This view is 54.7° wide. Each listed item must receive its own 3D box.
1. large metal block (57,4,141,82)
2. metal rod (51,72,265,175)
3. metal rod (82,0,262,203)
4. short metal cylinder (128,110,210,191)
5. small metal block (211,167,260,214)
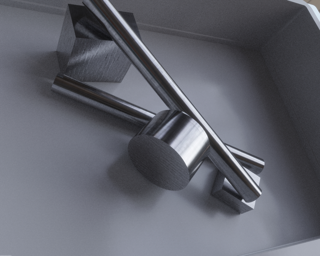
[{"bbox_3d":[-0.079,-0.102,0.390,0.081,0.080,0.050,-4,64,-30],"label":"large metal block"},{"bbox_3d":[0.009,0.000,0.410,0.302,0.025,0.025,23,53,-15],"label":"metal rod"},{"bbox_3d":[0.020,-0.030,0.360,0.300,0.025,0.025,50,50,-9],"label":"metal rod"},{"bbox_3d":[0.010,0.026,0.359,0.080,0.080,0.050,43,51,0],"label":"short metal cylinder"},{"bbox_3d":[0.102,0.078,0.413,0.050,0.025,0.050,33,51,-7],"label":"small metal block"}]
